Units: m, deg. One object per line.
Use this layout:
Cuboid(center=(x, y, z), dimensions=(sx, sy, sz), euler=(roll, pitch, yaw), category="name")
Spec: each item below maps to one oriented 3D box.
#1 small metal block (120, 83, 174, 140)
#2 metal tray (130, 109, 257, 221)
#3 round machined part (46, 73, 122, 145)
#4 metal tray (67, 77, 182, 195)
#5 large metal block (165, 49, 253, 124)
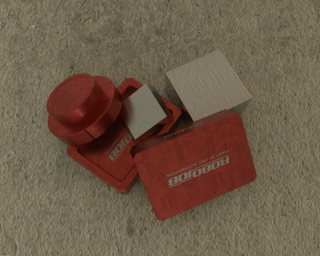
Cuboid(center=(-0.019, -0.020, 0.392), dimensions=(0.050, 0.025, 0.050), euler=(-36, 74, 17), category="small metal block")
Cuboid(center=(0.041, 0.043, 0.367), dimensions=(0.131, 0.030, 0.090), euler=(-22, 108, -7), category="metal tray")
Cuboid(center=(-0.101, -0.030, 0.388), dimensions=(0.098, 0.042, 0.098), euler=(-15, 49, 18), category="round machined part")
Cuboid(center=(-0.043, 0.008, 0.402), dimensions=(0.090, 0.030, 0.130), euler=(33, 73, 11), category="metal tray")
Cuboid(center=(0.061, -0.046, 0.413), dimensions=(0.080, 0.050, 0.080), euler=(-25, 72, -9), category="large metal block")
